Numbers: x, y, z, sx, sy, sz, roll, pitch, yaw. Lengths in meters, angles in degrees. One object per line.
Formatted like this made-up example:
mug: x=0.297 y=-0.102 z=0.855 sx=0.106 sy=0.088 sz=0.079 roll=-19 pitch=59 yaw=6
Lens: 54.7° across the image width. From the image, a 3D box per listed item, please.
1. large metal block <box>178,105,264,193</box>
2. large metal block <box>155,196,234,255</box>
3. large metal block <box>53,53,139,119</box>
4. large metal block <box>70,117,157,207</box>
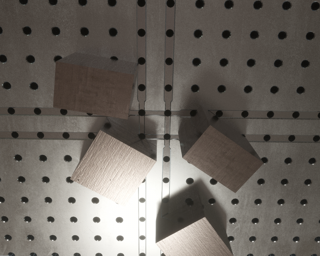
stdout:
large metal block: x=0.073 y=0.024 z=0.394 sx=0.080 sy=0.080 sz=0.050 roll=34 pitch=106 yaw=-12
large metal block: x=0.049 y=0.163 z=0.461 sx=0.080 sy=0.050 sz=0.080 roll=-32 pitch=107 yaw=10
large metal block: x=-0.071 y=-0.052 z=0.364 sx=0.081 sy=0.080 sz=0.050 roll=9 pitch=110 yaw=-4
large metal block: x=-0.060 y=0.045 z=0.416 sx=0.080 sy=0.050 sz=0.080 roll=31 pitch=107 yaw=-11
